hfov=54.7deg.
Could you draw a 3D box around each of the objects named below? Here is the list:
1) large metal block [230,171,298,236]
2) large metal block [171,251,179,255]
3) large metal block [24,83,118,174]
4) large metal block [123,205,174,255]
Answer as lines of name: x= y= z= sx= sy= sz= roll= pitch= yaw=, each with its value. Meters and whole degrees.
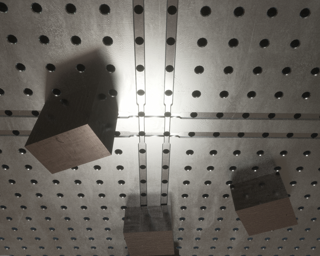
large metal block: x=0.169 y=0.125 z=0.504 sx=0.080 sy=0.050 sz=0.080 roll=-20 pitch=128 yaw=16
large metal block: x=-0.015 y=0.287 z=0.640 sx=0.080 sy=0.050 sz=0.080 roll=24 pitch=126 yaw=-20
large metal block: x=-0.102 y=0.000 z=0.374 sx=0.080 sy=0.080 sz=0.050 roll=-18 pitch=128 yaw=14
large metal block: x=-0.017 y=0.184 z=0.552 sx=0.080 sy=0.050 sz=0.079 roll=-4 pitch=130 yaw=2
